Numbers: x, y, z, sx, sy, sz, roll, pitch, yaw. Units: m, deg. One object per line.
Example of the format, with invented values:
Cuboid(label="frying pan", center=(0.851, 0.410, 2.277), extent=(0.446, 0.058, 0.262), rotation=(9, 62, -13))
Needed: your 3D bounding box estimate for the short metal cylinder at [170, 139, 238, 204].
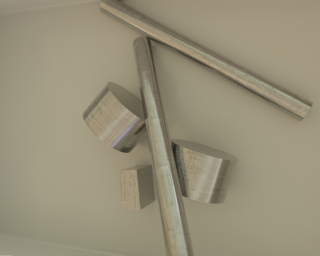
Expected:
Cuboid(label="short metal cylinder", center=(0.045, 0.049, 0.365), extent=(0.080, 0.080, 0.050), rotation=(18, 96, 19))

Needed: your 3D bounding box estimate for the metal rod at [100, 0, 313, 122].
Cuboid(label="metal rod", center=(0.045, -0.096, 0.393), extent=(0.300, 0.025, 0.025), rotation=(33, 100, 16))

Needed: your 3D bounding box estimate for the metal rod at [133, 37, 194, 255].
Cuboid(label="metal rod", center=(-0.001, 0.013, 0.347), extent=(0.025, 0.025, 0.299), rotation=(-21, 59, 18))

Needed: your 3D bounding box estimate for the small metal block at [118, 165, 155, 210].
Cuboid(label="small metal block", center=(-0.029, 0.077, 0.407), extent=(0.025, 0.050, 0.050), rotation=(-6, 88, 20))

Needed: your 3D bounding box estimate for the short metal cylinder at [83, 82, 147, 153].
Cuboid(label="short metal cylinder", center=(-0.051, -0.014, 0.398), extent=(0.080, 0.080, 0.050), rotation=(46, 104, 14))
